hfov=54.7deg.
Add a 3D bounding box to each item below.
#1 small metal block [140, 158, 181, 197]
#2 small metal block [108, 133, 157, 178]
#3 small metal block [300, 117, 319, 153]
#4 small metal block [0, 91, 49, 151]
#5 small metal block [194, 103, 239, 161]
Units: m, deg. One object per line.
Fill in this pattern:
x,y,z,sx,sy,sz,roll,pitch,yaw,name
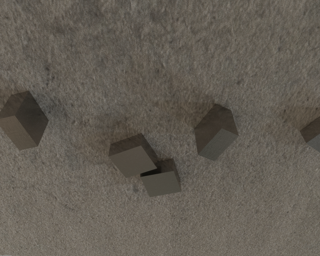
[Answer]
0.002,0.077,0.473,0.050,0.025,0.050,-12,129,9,small metal block
-0.037,0.040,0.441,0.050,0.025,0.050,-20,128,15,small metal block
0.229,0.008,0.418,0.050,0.025,0.050,29,124,-23,small metal block
-0.167,-0.009,0.380,0.025,0.050,0.050,-12,129,10,small metal block
0.070,0.005,0.397,0.025,0.050,0.050,23,126,-19,small metal block
